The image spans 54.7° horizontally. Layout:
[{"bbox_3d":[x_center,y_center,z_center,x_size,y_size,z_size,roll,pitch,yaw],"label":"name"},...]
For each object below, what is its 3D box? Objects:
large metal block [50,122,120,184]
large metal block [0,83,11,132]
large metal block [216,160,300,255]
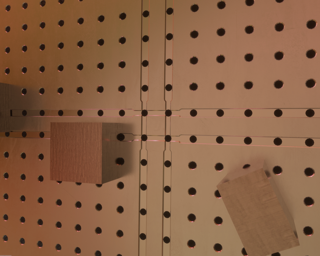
[{"bbox_3d":[-0.104,0.032,0.435,0.080,0.050,0.079,1,90,19],"label":"large metal block"},{"bbox_3d":[-0.285,-0.032,0.481,0.050,0.080,0.079,-2,90,20],"label":"large metal block"},{"bbox_3d":[0.109,0.086,0.345,0.050,0.080,0.080,-26,82,18],"label":"large metal block"}]
